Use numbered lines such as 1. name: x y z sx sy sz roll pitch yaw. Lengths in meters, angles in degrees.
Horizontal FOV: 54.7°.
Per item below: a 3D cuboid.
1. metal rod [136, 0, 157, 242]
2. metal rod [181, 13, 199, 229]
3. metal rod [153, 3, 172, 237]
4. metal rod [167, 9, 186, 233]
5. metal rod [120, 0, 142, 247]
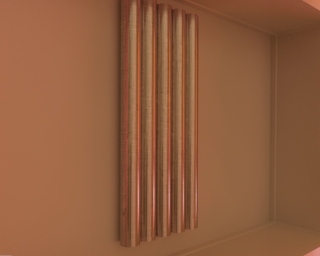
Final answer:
1. metal rod: -0.017 -0.010 0.390 0.025 0.025 0.298 0 90 -40
2. metal rod: 0.042 -0.009 0.440 0.025 0.025 0.298 0 90 -40
3. metal rod: 0.003 -0.010 0.407 0.025 0.025 0.298 0 90 -40
4. metal rod: 0.022 -0.010 0.423 0.025 0.025 0.298 0 90 -40
5. metal rod: -0.035 -0.009 0.375 0.025 0.025 0.298 0 90 -40
